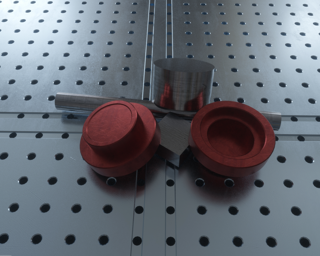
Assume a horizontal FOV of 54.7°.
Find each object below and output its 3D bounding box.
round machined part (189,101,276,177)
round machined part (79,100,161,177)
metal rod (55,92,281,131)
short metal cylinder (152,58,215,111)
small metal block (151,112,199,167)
[{"bbox_3d":[0.084,0.017,0.375,0.099,0.042,0.098,2,52,-2],"label":"round machined part"},{"bbox_3d":[-0.052,0.005,0.370,0.098,0.042,0.098,-11,49,14],"label":"round machined part"},{"bbox_3d":[0.008,-0.023,0.422,0.302,0.025,0.025,6,50,4],"label":"metal rod"},{"bbox_3d":[0.031,-0.061,0.419,0.081,0.050,0.080,3,25,-1],"label":"short metal cylinder"},{"bbox_3d":[0.018,0.013,0.391,0.050,0.025,0.050,29,56,22],"label":"small metal block"}]
